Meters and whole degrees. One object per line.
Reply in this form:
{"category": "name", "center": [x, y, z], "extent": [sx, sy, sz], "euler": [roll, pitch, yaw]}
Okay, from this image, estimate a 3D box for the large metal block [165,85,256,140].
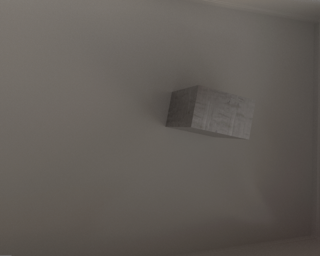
{"category": "large metal block", "center": [0.063, -0.018, 0.406], "extent": [0.081, 0.080, 0.050], "euler": [12, 86, -20]}
